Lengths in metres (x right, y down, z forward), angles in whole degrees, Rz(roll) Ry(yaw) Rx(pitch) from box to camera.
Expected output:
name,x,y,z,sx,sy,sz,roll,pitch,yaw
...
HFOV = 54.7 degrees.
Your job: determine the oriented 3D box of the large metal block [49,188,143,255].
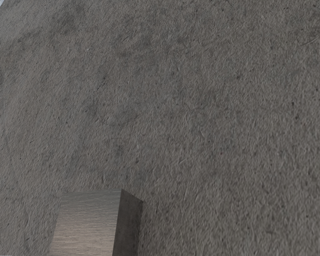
name,x,y,z,sx,sy,sz,roll,pitch,yaw
large metal block,-0.071,0.118,0.353,0.080,0.050,0.080,-9,58,23
